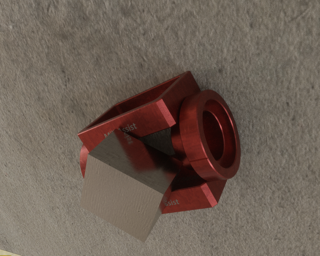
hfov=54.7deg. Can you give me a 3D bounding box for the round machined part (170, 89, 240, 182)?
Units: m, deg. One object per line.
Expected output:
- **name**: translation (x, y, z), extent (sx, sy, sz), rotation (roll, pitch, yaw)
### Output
- **round machined part**: translation (0.048, 0.010, 0.341), extent (0.042, 0.098, 0.098), rotation (-17, 110, 34)

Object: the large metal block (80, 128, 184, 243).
- **large metal block**: translation (-0.032, 0.060, 0.325), extent (0.080, 0.050, 0.079), rotation (26, 128, 11)

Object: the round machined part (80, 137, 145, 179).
- **round machined part**: translation (-0.055, 0.044, 0.415), extent (0.042, 0.098, 0.098), rotation (-17, 110, 34)

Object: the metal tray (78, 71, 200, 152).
- **metal tray**: translation (-0.025, -0.018, 0.368), extent (0.130, 0.090, 0.030), rotation (-19, 108, 35)

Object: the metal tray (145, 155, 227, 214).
- **metal tray**: translation (0.021, 0.067, 0.394), extent (0.130, 0.090, 0.030), rotation (-19, 109, 35)
